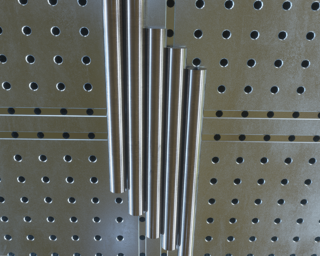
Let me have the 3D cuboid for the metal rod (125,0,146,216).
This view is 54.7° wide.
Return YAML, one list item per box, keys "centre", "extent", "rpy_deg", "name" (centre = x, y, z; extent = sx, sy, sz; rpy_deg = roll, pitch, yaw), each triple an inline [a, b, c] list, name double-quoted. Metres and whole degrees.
- centre: [-0.031, -0.017, 0.406]
  extent: [0.025, 0.025, 0.298]
  rpy_deg: [1, 110, -1]
  name: "metal rod"

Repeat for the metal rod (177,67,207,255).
- centre: [0.043, 0.066, 0.437]
  extent: [0.025, 0.025, 0.298]
  rpy_deg: [1, 110, -1]
  name: "metal rod"

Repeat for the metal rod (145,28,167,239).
- centre: [-0.007, 0.021, 0.420]
  extent: [0.025, 0.025, 0.298]
  rpy_deg: [1, 110, -1]
  name: "metal rod"

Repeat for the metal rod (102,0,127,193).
- centre: [-0.057, -0.053, 0.393]
  extent: [0.025, 0.025, 0.298]
  rpy_deg: [1, 110, -1]
  name: "metal rod"

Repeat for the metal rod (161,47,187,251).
- centre: [0.018, 0.042, 0.428]
  extent: [0.025, 0.025, 0.298]
  rpy_deg: [1, 110, -1]
  name: "metal rod"
